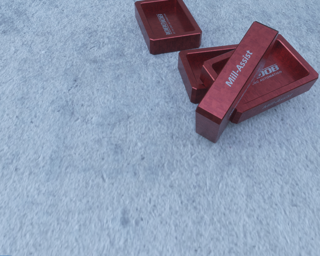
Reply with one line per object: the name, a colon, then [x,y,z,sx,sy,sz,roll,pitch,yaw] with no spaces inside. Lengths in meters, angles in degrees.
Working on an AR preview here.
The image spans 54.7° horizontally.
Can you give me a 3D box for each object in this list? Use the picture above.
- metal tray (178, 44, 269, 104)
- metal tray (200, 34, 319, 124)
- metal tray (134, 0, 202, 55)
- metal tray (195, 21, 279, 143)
metal tray: [0.101,-0.087,0.473,0.131,0.030,0.090,-8,51,-8]
metal tray: [0.133,-0.070,0.421,0.131,0.030,0.090,-24,64,-14]
metal tray: [0.012,-0.188,0.558,0.091,0.030,0.130,-11,51,-10]
metal tray: [0.090,-0.051,0.376,0.030,0.090,0.130,31,79,15]
